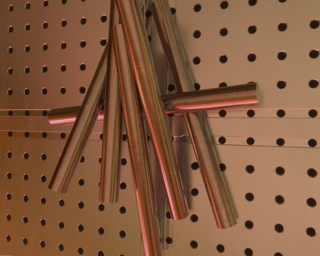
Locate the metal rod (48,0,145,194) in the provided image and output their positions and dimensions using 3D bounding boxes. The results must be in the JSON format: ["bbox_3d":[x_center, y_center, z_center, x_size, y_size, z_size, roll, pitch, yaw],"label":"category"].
[{"bbox_3d":[-0.077,-0.060,0.409,0.025,0.025,0.299,19,85,19],"label":"metal rod"}]

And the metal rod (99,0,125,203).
[{"bbox_3d":[-0.055,-0.058,0.388,0.025,0.025,0.298,4,90,20],"label":"metal rod"}]

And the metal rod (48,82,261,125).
[{"bbox_3d":[-0.027,-0.027,0.403,0.300,0.025,0.025,-4,89,27],"label":"metal rod"}]

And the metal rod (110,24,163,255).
[{"bbox_3d":[-0.026,0.027,0.387,0.025,0.025,0.298,-3,102,20],"label":"metal rod"}]

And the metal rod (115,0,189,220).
[{"bbox_3d":[-0.008,-0.026,0.363,0.025,0.025,0.298,-8,108,20],"label":"metal rod"}]

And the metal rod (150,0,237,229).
[{"bbox_3d":[0.041,-0.022,0.398,0.025,0.025,0.299,-19,84,19],"label":"metal rod"}]
